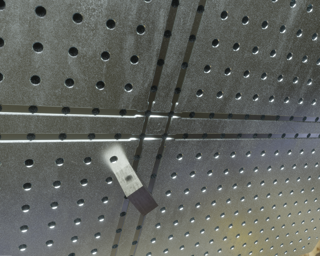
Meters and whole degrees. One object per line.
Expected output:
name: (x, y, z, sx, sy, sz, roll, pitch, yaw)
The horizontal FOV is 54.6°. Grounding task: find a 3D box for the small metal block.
small metal block: (-0.033, 0.086, 0.429, 0.025, 0.050, 0.050, -35, 129, -5)
